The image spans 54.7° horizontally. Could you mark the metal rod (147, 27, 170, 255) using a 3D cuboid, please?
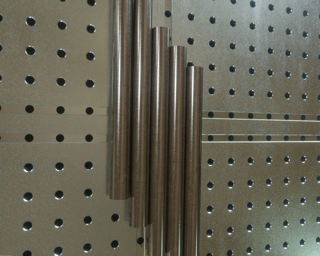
[{"bbox_3d":[-0.002,0.018,0.412,0.025,0.025,0.298,1,90,-20],"label":"metal rod"}]

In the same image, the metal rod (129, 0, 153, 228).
[{"bbox_3d":[-0.025,-0.023,0.403,0.025,0.025,0.298,1,90,-20],"label":"metal rod"}]

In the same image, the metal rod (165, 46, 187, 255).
[{"bbox_3d":[0.021,0.040,0.421,0.025,0.025,0.298,1,90,-20],"label":"metal rod"}]

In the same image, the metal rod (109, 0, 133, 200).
[{"bbox_3d":[-0.049,-0.060,0.395,0.025,0.025,0.298,1,90,-20],"label":"metal rod"}]

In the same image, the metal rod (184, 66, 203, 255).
[{"bbox_3d":[0.045,0.066,0.430,0.025,0.025,0.298,1,90,-20],"label":"metal rod"}]
